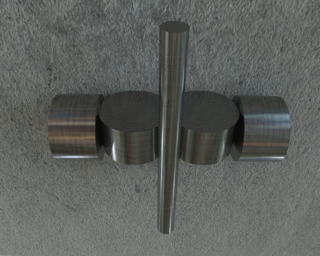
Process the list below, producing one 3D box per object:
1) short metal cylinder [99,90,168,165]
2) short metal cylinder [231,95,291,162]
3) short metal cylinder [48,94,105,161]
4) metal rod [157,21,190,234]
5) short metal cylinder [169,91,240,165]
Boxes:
[{"bbox_3d":[-0.030,-0.002,0.371,0.081,0.080,0.050,1,130,-1],"label":"short metal cylinder"},{"bbox_3d":[0.116,0.001,0.375,0.050,0.080,0.079,1,130,-1],"label":"short metal cylinder"},{"bbox_3d":[-0.095,-0.001,0.371,0.050,0.080,0.079,1,130,-1],"label":"short metal cylinder"},{"bbox_3d":[0.010,0.029,0.353,0.025,0.025,0.298,0,130,-1],"label":"metal rod"},{"bbox_3d":[0.050,-0.002,0.371,0.081,0.080,0.050,1,130,-1],"label":"short metal cylinder"}]
